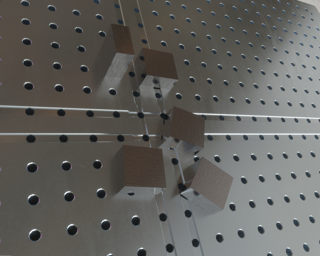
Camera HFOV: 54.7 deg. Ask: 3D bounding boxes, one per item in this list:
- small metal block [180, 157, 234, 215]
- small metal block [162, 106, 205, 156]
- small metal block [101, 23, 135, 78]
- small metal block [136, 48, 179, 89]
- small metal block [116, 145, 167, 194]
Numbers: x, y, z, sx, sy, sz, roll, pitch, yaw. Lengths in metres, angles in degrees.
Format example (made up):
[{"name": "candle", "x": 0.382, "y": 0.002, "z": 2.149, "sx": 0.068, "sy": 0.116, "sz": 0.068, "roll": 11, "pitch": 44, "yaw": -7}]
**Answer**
[{"name": "small metal block", "x": 0.061, "y": 0.074, "z": 0.398, "sx": 0.050, "sy": 0.025, "sz": 0.050, "roll": 35, "pitch": 51, "yaw": -6}, {"name": "small metal block", "x": 0.033, "y": 0.004, "z": 0.425, "sx": 0.050, "sy": 0.025, "sz": 0.050, "roll": 20, "pitch": 54, "yaw": -17}, {"name": "small metal block", "x": -0.059, "y": -0.105, "z": 0.426, "sx": 0.025, "sy": 0.050, "sz": 0.050, "roll": 1, "pitch": 61, "yaw": -28}, {"name": "small metal block", "x": -0.005, "y": -0.088, "z": 0.461, "sx": 0.050, "sy": 0.025, "sz": 0.050, "roll": 4, "pitch": 60, "yaw": -26}, {"name": "small metal block", "x": -0.023, "y": 0.050, "z": 0.367, "sx": 0.050, "sy": 0.025, "sz": 0.050, "roll": 8, "pitch": 58, "yaw": -25}]
